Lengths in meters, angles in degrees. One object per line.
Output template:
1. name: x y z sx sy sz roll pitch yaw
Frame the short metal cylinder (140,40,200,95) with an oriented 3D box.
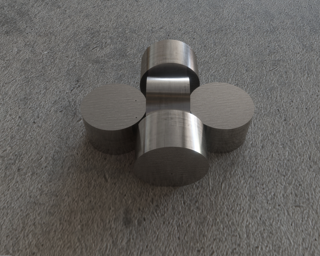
1. short metal cylinder: 0.013 -0.075 0.433 0.081 0.080 0.050 0 50 0

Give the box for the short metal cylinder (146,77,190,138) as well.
1. short metal cylinder: 0.010 -0.025 0.390 0.050 0.080 0.080 0 50 0

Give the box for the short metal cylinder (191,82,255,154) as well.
1. short metal cylinder: 0.075 -0.014 0.400 0.080 0.050 0.080 0 50 0

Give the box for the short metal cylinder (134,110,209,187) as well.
1. short metal cylinder: 0.012 0.025 0.349 0.081 0.080 0.050 0 50 0

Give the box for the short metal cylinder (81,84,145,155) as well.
1. short metal cylinder: -0.056 -0.012 0.398 0.081 0.050 0.080 1 50 -1
